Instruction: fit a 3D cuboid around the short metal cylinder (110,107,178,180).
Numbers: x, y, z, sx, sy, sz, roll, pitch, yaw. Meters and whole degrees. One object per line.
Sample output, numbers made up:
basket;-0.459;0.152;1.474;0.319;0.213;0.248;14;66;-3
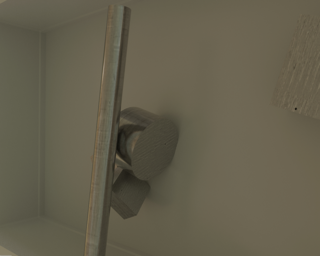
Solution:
short metal cylinder;-0.023;0.019;0.388;0.050;0.081;0.079;23;105;37

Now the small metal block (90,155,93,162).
small metal block;-0.074;0.056;0.465;0.050;0.025;0.050;-32;70;35

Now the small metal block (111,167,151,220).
small metal block;-0.046;0.084;0.413;0.025;0.050;0.050;-29;109;36

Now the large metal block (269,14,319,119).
large metal block;0.153;-0.045;0.264;0.080;0.050;0.079;24;105;37

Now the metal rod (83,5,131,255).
metal rod;-0.061;0.017;0.350;0.025;0.025;0.298;11;96;39
